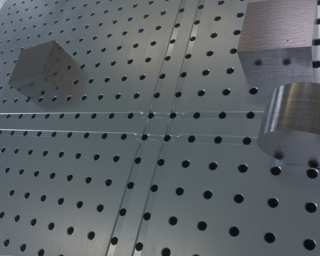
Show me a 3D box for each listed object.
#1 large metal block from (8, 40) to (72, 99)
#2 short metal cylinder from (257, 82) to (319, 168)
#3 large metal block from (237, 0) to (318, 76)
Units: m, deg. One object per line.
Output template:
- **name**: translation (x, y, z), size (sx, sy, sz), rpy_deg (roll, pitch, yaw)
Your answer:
- **large metal block**: translation (-0.220, -0.107, 0.574), size (0.080, 0.050, 0.080), rpy_deg (-8, 58, 24)
- **short metal cylinder**: translation (0.140, -0.001, 0.300), size (0.080, 0.080, 0.050), rpy_deg (7, 65, 31)
- **large metal block**: translation (0.148, -0.112, 0.384), size (0.080, 0.050, 0.080), rpy_deg (3, 63, 30)
